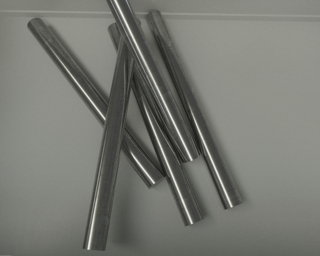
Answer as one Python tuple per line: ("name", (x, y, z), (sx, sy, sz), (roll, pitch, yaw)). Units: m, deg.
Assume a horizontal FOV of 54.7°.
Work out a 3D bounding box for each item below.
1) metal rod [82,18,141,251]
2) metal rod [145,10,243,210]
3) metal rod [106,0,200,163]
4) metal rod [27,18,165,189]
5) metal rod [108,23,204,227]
("metal rod", (-0.055, -0.009, 0.384), (0.025, 0.025, 0.299), (6, 70, 2))
("metal rod", (0.040, -0.037, 0.423), (0.025, 0.025, 0.299), (-18, 71, -7))
("metal rod", (-0.024, -0.095, 0.379), (0.025, 0.025, 0.299), (-27, 98, -9))
("metal rod", (-0.095, -0.043, 0.424), (0.025, 0.025, 0.300), (-36, 74, -12))
("metal rod", (-0.013, -0.018, 0.416), (0.025, 0.025, 0.299), (-20, 71, -7))
